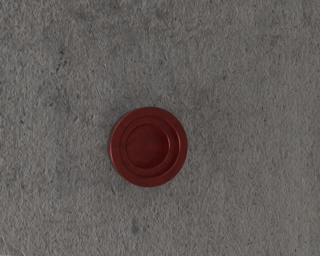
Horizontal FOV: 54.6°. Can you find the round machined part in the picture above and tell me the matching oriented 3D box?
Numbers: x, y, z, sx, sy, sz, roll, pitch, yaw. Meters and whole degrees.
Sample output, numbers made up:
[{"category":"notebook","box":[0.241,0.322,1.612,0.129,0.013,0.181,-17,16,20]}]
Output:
[{"category":"round machined part","box":[-0.018,0.023,0.393,0.099,0.042,0.097,0,90,-20]}]
